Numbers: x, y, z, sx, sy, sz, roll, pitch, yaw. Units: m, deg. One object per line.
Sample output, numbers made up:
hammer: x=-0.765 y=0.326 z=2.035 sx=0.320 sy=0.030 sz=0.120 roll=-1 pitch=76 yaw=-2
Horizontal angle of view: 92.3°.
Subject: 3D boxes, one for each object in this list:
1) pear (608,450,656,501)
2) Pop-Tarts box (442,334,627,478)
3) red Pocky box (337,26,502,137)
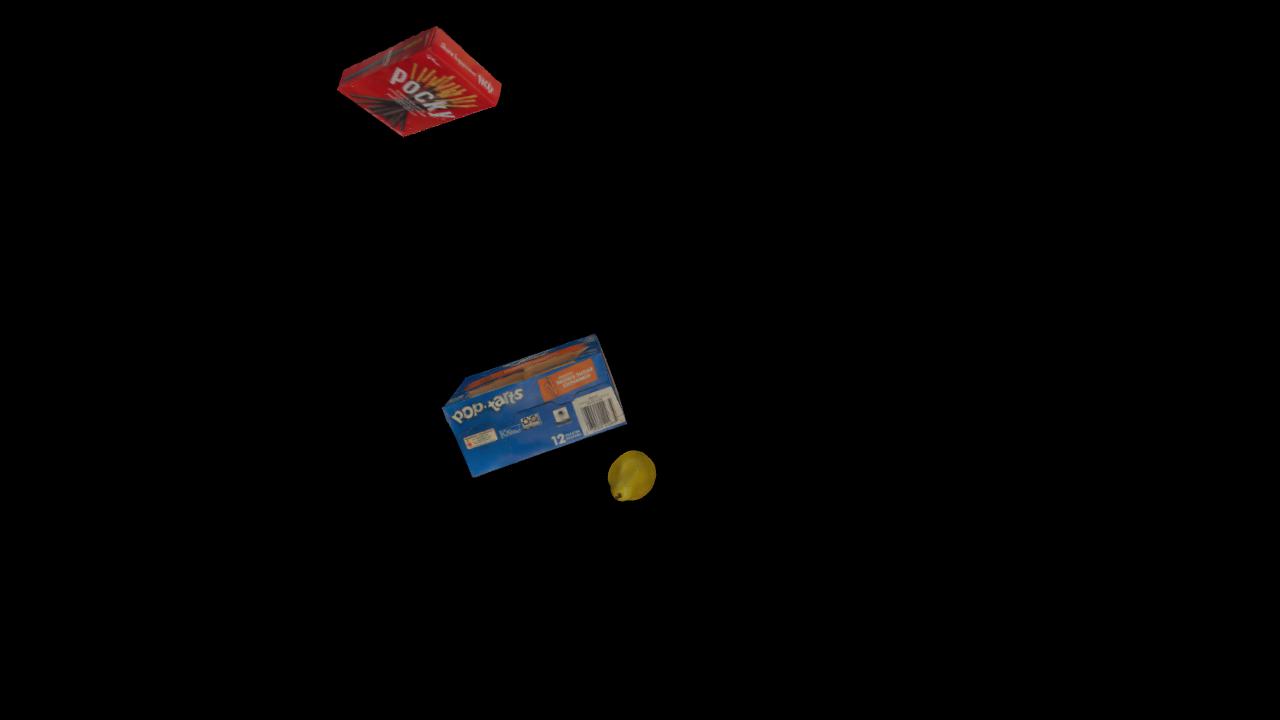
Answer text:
pear: x=-0.020 y=0.195 z=0.960 sx=0.080 sy=0.080 sz=0.111 roll=0 pitch=28 yaw=24
Pop-Tarts box: x=-0.110 y=0.042 z=0.675 sx=0.167 sy=0.083 sz=0.141 roll=-18 pitch=12 yaw=-2
red Pocky box: x=-0.219 y=-0.268 z=0.605 sx=0.155 sy=0.028 sz=0.083 roll=1 pitch=-19 yaw=36
